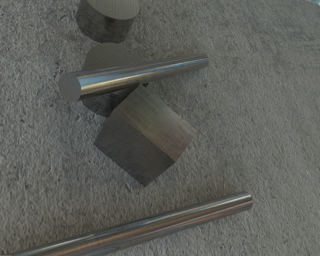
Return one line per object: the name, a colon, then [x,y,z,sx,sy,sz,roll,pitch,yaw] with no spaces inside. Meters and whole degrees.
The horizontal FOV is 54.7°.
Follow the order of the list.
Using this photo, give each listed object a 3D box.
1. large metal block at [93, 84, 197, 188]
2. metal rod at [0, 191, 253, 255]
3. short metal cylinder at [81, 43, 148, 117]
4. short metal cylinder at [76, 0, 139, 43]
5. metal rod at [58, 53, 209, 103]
large metal block: [-0.019,0.011,0.351,0.080,0.080,0.050,40,51,-1]
metal rod: [-0.017,0.108,0.328,0.303,0.025,0.025,-6,65,-31]
short metal cylinder: [-0.060,-0.060,0.392,0.081,0.050,0.080,14,56,-21]
short metal cylinder: [-0.077,-0.169,0.450,0.081,0.050,0.080,14,56,-21]
metal rod: [-0.003,-0.072,0.383,0.025,0.025,0.302,50,32,7]
